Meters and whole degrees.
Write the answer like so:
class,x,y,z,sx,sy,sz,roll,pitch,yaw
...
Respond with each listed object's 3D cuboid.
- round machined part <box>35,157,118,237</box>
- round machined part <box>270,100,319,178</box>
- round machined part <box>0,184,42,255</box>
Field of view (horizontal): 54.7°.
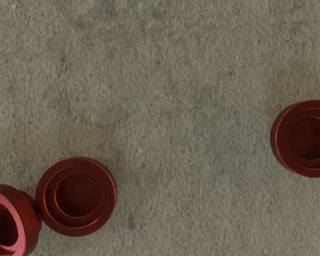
class,x,y,z,sx,sy,sz,roll,pitch,yaw
round machined part,-0.104,0.085,0.400,0.099,0.042,0.097,0,90,-1
round machined part,0.192,0.013,0.404,0.099,0.042,0.097,0,90,-1
round machined part,-0.189,0.117,0.387,0.098,0.042,0.097,4,100,22
